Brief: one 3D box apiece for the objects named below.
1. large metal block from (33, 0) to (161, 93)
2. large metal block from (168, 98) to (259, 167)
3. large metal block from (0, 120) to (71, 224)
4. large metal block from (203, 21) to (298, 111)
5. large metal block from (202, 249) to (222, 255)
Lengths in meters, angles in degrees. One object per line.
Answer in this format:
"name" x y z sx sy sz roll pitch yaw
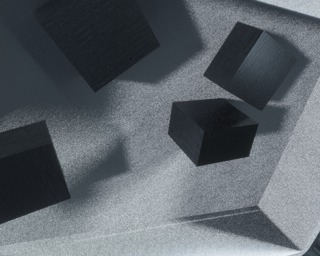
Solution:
"large metal block" -0.060 -0.096 0.301 0.080 0.050 0.080 -37 129 -4
"large metal block" 0.067 0.002 0.410 0.081 0.080 0.050 -7 122 -25
"large metal block" -0.152 0.048 0.339 0.081 0.050 0.079 -18 126 -18
"large metal block" 0.118 -0.079 0.408 0.080 0.050 0.080 22 107 -36
"large metal block" 0.106 0.309 0.644 0.080 0.050 0.080 -45 129 3
